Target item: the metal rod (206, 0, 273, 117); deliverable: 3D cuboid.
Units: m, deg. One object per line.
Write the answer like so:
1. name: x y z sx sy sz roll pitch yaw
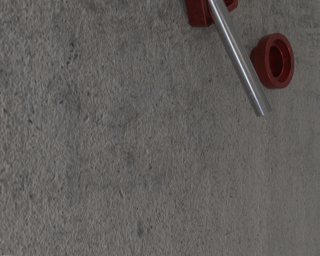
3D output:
1. metal rod: 0.086 -0.155 0.435 0.025 0.025 0.299 -30 96 -36

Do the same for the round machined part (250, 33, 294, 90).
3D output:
1. round machined part: 0.199 -0.118 0.559 0.099 0.042 0.097 0 90 -40

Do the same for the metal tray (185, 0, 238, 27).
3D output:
1. metal tray: 0.068 -0.220 0.436 0.090 0.030 0.129 -41 130 -32
